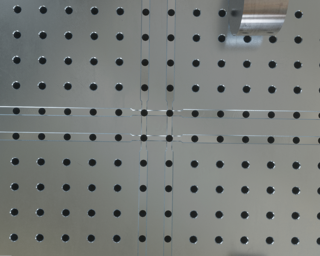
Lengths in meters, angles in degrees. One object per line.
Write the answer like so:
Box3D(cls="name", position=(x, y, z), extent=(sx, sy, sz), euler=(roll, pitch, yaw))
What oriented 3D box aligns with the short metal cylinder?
Box3D(cls="short metal cylinder", position=(0.120, -0.157, 0.387), extent=(0.050, 0.080, 0.079), euler=(-1, 90, 0))
